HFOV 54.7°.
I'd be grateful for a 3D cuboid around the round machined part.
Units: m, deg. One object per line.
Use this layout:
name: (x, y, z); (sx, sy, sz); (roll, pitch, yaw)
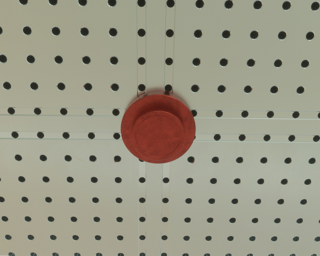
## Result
round machined part: (-0.002, 0.004, 0.405); (0.099, 0.042, 0.097); (0, 110, -1)
